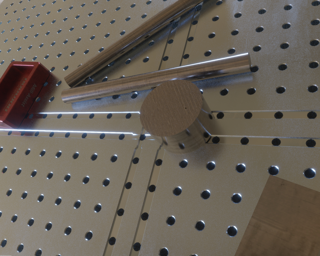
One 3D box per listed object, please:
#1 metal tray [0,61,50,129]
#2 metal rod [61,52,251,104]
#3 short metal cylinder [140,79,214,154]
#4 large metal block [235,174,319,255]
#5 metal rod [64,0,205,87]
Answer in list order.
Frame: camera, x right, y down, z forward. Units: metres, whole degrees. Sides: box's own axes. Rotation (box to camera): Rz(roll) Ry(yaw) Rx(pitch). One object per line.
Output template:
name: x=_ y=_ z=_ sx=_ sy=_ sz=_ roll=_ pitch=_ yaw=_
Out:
metal tray: x=-0.276 y=-0.066 z=0.586 sx=0.090 sy=0.030 sz=0.130 roll=9 pitch=66 yaw=31
metal rod: x=-0.021 y=-0.069 z=0.459 sx=0.301 sy=0.025 sz=0.025 roll=-7 pitch=59 yaw=24
short metal cylinder: x=0.022 y=-0.014 z=0.388 sx=0.080 sy=0.050 sz=0.080 roll=-13 pitch=56 yaw=20
large metal block: x=0.106 y=0.096 z=0.258 sx=0.050 sy=0.080 sz=0.080 roll=19 pitch=72 yaw=35
metal rod: x=-0.032 y=-0.158 z=0.520 sx=0.300 sy=0.025 sz=0.025 roll=-32 pitch=52 yaw=7
